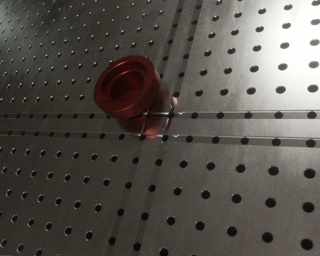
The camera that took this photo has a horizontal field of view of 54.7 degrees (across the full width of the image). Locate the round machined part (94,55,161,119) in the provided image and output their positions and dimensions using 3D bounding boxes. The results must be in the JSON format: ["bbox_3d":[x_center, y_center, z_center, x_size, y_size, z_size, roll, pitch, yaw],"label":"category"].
[{"bbox_3d":[-0.044,-0.055,0.452,0.098,0.042,0.098,-13,56,20],"label":"round machined part"}]
